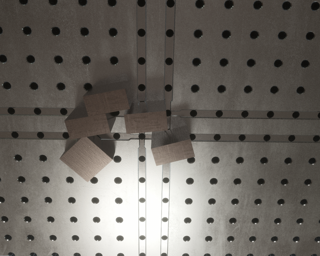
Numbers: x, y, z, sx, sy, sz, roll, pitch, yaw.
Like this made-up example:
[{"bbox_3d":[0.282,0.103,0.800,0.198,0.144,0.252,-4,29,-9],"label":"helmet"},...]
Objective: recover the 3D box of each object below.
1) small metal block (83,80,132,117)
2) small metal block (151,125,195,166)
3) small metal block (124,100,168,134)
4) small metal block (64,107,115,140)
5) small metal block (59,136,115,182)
[{"bbox_3d":[-0.063,-0.038,0.385,0.050,0.050,0.025,-10,110,3],"label":"small metal block"},{"bbox_3d":[0.016,0.022,0.409,0.050,0.050,0.025,-14,110,5],"label":"small metal block"},{"bbox_3d":[-0.017,-0.015,0.394,0.050,0.050,0.025,-5,110,1],"label":"small metal block"},{"bbox_3d":[-0.087,-0.010,0.395,0.050,0.050,0.025,-10,110,3],"label":"small metal block"},{"bbox_3d":[-0.099,0.038,0.426,0.050,0.025,0.050,-42,105,13],"label":"small metal block"}]
